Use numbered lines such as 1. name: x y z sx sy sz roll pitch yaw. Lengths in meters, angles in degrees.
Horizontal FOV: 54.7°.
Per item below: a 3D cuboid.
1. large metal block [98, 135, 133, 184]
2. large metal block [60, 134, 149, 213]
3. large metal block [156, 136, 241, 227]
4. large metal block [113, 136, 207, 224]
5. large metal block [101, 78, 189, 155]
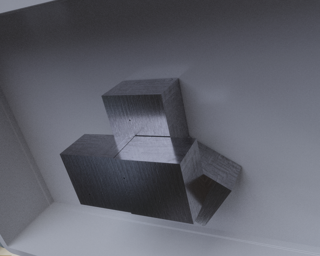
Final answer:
1. large metal block: -0.048 0.064 0.455 0.080 0.050 0.080 -29 103 37
2. large metal block: -0.068 0.055 0.396 0.080 0.050 0.080 1 119 28
3. large metal block: 0.047 0.070 0.407 0.080 0.050 0.079 30 128 9
4. large metal block: 0.003 0.058 0.358 0.080 0.050 0.080 1 119 28
5. large metal block: -0.016 -0.015 0.390 0.080 0.050 0.080 2 119 27
